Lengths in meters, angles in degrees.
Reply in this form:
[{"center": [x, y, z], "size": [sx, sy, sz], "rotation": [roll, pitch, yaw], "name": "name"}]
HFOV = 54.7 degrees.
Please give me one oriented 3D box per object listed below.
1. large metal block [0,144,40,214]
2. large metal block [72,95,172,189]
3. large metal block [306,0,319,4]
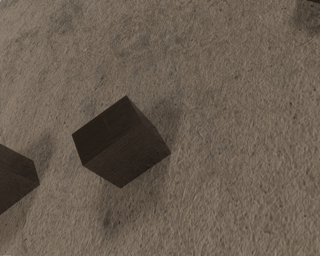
[{"center": [-0.238, 0.074, 0.445], "size": [0.080, 0.080, 0.050], "rotation": [-38, 51, 3], "name": "large metal block"}, {"center": [-0.045, 0.020, 0.379], "size": [0.080, 0.080, 0.050], "rotation": [-36, 52, 4], "name": "large metal block"}, {"center": [0.225, -0.201, 0.383], "size": [0.080, 0.050, 0.080], "rotation": [39, 96, 38], "name": "large metal block"}]
